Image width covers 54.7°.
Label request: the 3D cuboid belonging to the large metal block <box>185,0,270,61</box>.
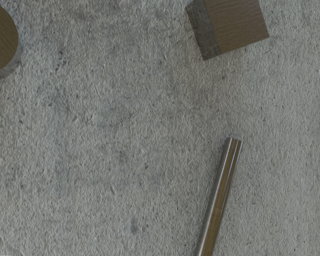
[{"bbox_3d":[0.093,-0.147,0.430,0.081,0.050,0.080,-23,98,-19],"label":"large metal block"}]

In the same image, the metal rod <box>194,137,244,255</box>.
[{"bbox_3d":[0.066,0.160,0.433,0.025,0.025,0.299,19,84,-19],"label":"metal rod"}]

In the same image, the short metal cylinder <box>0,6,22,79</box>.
[{"bbox_3d":[-0.191,-0.091,0.325,0.081,0.050,0.080,0,90,-20],"label":"short metal cylinder"}]
